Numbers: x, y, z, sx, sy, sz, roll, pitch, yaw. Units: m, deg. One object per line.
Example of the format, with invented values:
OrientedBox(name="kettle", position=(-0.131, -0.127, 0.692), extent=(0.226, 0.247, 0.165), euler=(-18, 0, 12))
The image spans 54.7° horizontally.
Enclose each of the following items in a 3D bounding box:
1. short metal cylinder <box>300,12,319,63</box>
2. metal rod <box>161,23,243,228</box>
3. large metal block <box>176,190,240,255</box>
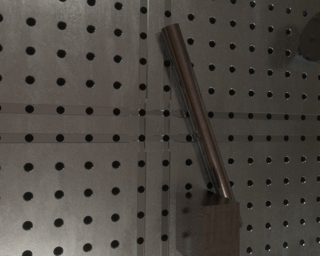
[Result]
OrientedBox(name="short metal cylinder", position=(0.269, -0.139, 0.485), extent=(0.050, 0.080, 0.080), euler=(8, 88, -20))
OrientedBox(name="metal rod", position=(0.061, 0.003, 0.436), extent=(0.025, 0.025, 0.298), euler=(-21, 97, -19))
OrientedBox(name="large metal block", position=(0.060, 0.131, 0.407), extent=(0.050, 0.080, 0.079), euler=(0, 90, -20))
